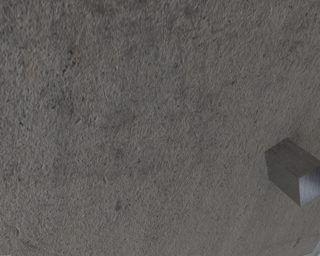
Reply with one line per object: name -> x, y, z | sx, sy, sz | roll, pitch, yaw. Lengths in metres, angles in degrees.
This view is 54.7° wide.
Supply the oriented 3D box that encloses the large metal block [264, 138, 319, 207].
large metal block -> 0.237, 0.078, 0.548 | 0.050, 0.080, 0.080 | -31, 129, -9
